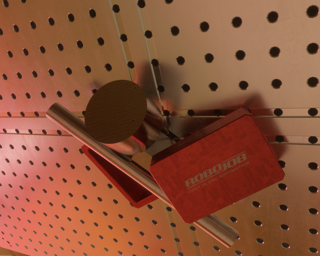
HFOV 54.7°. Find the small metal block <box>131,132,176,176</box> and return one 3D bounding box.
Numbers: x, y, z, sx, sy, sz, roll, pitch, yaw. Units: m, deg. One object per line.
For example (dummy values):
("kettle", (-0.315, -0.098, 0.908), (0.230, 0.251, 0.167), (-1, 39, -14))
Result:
("small metal block", (-0.001, 0.035, 0.411), (0.050, 0.050, 0.025), (35, 129, 5))

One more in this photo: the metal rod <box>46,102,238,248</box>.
("metal rod", (-0.027, 0.061, 0.419), (0.301, 0.025, 0.025), (35, 129, 4))

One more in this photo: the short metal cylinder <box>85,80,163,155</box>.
("short metal cylinder", (-0.043, -0.012, 0.378), (0.080, 0.080, 0.050), (8, 164, 24))

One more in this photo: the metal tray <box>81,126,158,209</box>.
("metal tray", (-0.044, 0.052, 0.458), (0.130, 0.030, 0.090), (49, 129, -7))

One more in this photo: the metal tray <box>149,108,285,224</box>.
("metal tray", (0.065, 0.046, 0.365), (0.130, 0.030, 0.090), (-30, 103, 12))
